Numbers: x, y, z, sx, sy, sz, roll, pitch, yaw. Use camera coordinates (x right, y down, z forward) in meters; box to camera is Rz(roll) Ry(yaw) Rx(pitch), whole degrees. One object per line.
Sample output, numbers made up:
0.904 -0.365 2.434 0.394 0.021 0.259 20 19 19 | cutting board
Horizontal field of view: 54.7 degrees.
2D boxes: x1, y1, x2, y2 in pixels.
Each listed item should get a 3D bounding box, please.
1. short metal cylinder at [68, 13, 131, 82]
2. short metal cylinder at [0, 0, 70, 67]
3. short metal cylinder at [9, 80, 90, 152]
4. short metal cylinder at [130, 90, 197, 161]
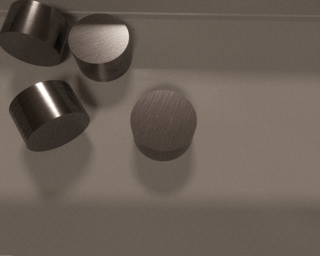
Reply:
-0.082 -0.112 0.436 0.081 0.050 0.080 0 70 0 | short metal cylinder
-0.171 -0.127 0.425 0.080 0.080 0.050 8 70 2 | short metal cylinder
-0.136 -0.014 0.384 0.080 0.080 0.050 -31 73 -11 | short metal cylinder
0.004 -0.002 0.397 0.081 0.050 0.080 0 70 0 | short metal cylinder
